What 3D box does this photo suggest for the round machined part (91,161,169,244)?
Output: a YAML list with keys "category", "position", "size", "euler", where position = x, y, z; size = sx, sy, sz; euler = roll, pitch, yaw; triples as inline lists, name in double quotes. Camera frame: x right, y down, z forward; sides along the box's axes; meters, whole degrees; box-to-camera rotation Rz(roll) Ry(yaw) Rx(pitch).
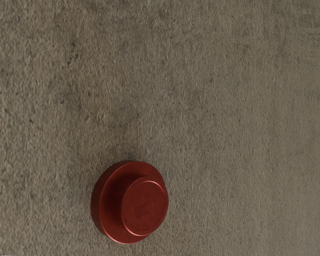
- category: "round machined part"
  position: [-0.028, 0.089, 0.369]
  size: [0.099, 0.042, 0.097]
  euler: [0, 90, -40]
